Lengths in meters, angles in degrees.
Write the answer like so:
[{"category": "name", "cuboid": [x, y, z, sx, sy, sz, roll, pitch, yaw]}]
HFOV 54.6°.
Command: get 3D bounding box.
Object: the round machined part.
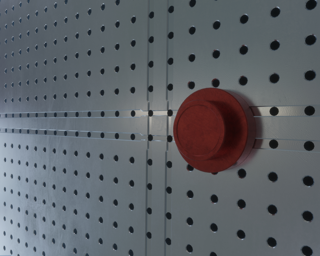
[{"category": "round machined part", "cuboid": [0.054, 0.002, 0.355, 0.098, 0.042, 0.097, 0, 90, 40]}]
